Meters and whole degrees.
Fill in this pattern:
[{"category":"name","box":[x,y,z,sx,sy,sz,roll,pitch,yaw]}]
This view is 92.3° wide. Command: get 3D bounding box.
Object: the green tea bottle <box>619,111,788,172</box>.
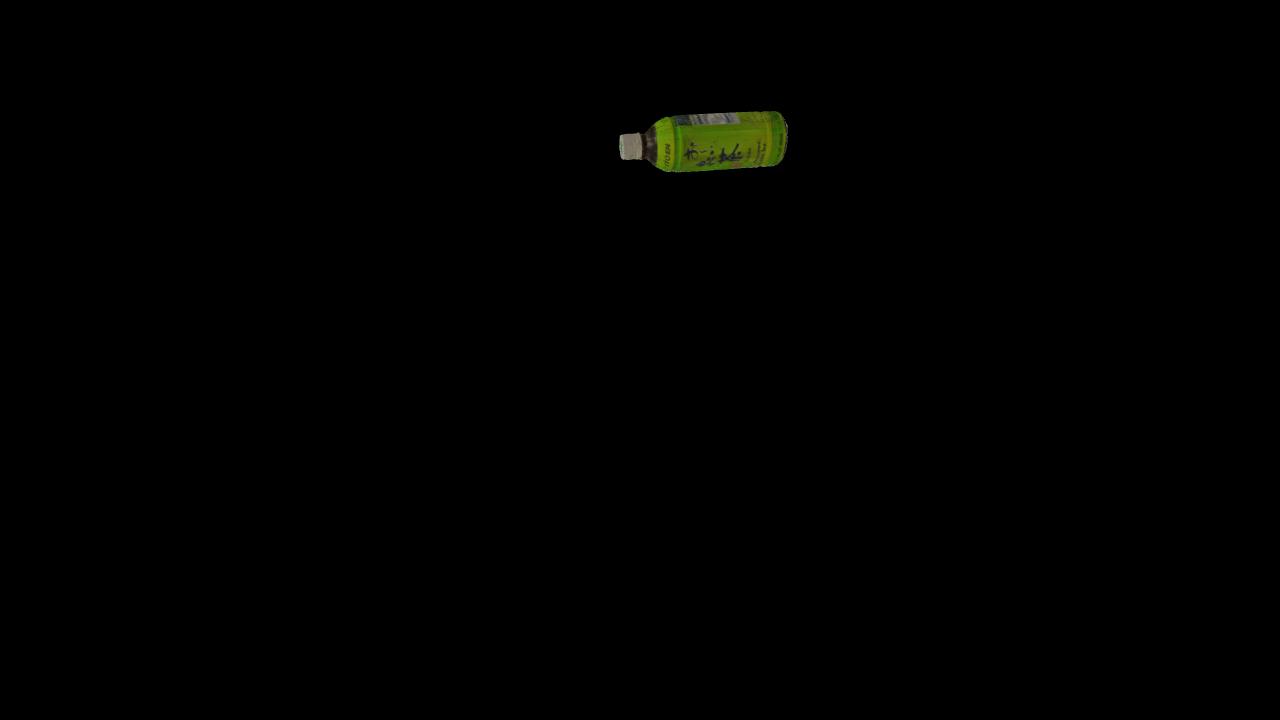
[{"category":"green tea bottle","box":[0.079,-0.280,0.792,0.212,0.073,0.073,-5,1,-9]}]
